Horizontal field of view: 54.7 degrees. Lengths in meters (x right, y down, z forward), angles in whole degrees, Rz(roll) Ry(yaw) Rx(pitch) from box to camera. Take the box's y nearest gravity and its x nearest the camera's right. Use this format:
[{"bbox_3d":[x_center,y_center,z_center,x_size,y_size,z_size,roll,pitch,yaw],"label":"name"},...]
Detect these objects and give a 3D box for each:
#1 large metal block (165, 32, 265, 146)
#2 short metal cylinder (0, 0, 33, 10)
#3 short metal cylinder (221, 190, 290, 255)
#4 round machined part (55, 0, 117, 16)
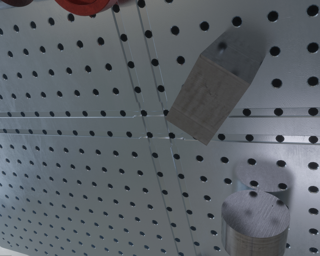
[{"bbox_3d":[0.058,-0.042,0.319,0.050,0.080,0.079,33,129,6],"label":"large metal block"},{"bbox_3d":[-0.193,-0.182,0.365,0.050,0.080,0.079,4,120,26],"label":"short metal cylinder"},{"bbox_3d":[0.118,0.124,0.390,0.080,0.080,0.050,8,122,24],"label":"short metal cylinder"},{"bbox_3d":[-0.079,-0.175,0.333,0.098,0.042,0.097,13,124,21],"label":"round machined part"}]
